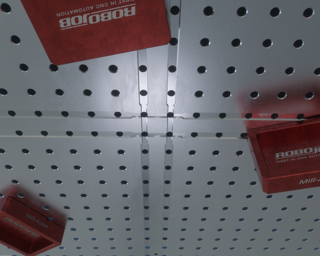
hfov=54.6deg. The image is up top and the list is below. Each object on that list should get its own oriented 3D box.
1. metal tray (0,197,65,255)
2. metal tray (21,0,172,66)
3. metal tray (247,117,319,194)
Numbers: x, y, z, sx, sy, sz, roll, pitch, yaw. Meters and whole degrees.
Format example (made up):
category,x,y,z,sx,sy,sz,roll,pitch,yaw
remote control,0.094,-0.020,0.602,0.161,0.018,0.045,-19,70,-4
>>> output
category,x,y,z,sx,sy,sz,roll,pitch,yaw
metal tray,-0.253,0.183,0.561,0.090,0.030,0.130,-28,125,22
metal tray,-0.061,-0.118,0.307,0.130,0.030,0.090,-9,130,7
metal tray,0.187,0.031,0.396,0.130,0.090,0.030,-11,129,9
